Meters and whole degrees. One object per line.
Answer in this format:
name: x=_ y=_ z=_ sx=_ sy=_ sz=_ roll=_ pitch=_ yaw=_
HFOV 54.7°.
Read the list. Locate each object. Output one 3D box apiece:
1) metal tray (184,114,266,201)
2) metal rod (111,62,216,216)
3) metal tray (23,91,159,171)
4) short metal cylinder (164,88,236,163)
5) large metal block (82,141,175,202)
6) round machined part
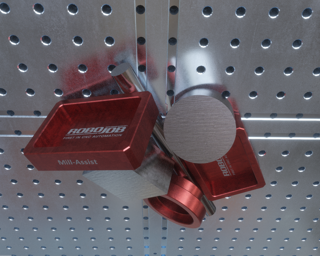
metal tray: x=0.090 y=0.048 z=0.445 sx=0.090 sy=0.030 sz=0.130 roll=-20 pitch=128 yaw=16
metal rod: x=0.019 y=0.036 z=0.437 sx=0.025 sy=0.025 sz=0.299 roll=-20 pitch=128 yaw=16
metal tray: x=-0.075 y=0.003 z=0.348 sx=0.130 sy=0.090 sz=0.030 roll=-3 pitch=133 yaw=22
short metal cylinder: x=0.048 y=-0.004 z=0.368 sx=0.080 sy=0.050 sz=0.079 roll=3 pitch=107 yaw=10
large metal block: x=-0.041 y=0.053 z=0.411 sx=0.080 sy=0.050 sz=0.080 roll=-22 pitch=130 yaw=40
round machined part: x=0.025 y=0.106 z=0.467 sx=0.098 sy=0.042 sz=0.098 roll=24 pitch=149 yaw=16
